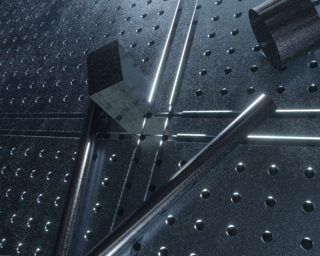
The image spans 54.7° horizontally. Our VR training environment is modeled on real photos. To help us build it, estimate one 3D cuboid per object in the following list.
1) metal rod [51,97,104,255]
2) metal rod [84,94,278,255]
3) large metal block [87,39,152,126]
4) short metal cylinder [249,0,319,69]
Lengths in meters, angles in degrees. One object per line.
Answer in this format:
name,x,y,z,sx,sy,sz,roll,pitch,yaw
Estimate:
metal rod,-0.107,0.041,0.437,0.025,0.025,0.299,-8,58,24
metal rod,0.015,0.071,0.355,0.300,0.025,0.025,-42,51,-1
large metal block,-0.058,-0.062,0.440,0.050,0.080,0.080,-23,54,14
short metal cylinder,0.147,-0.117,0.367,0.050,0.080,0.080,-28,53,11
